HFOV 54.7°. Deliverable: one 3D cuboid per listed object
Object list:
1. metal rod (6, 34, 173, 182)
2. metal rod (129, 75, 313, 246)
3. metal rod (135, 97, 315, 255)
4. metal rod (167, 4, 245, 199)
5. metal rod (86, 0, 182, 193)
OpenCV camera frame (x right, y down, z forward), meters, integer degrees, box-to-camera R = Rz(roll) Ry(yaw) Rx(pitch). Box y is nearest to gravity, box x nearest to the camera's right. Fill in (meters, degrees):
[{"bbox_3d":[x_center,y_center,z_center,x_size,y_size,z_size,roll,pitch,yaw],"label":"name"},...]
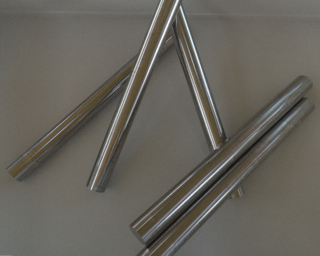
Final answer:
[{"bbox_3d":[-0.079,-0.043,0.424,0.025,0.025,0.301,42,75,13],"label":"metal rod"},{"bbox_3d":[0.088,0.021,0.360,0.302,0.025,0.025,-37,74,-25],"label":"metal rod"},{"bbox_3d":[0.091,0.050,0.357,0.302,0.025,0.025,-37,74,-26],"label":"metal rod"},{"bbox_3d":[0.046,-0.059,0.382,0.025,0.025,0.299,-18,90,-7],"label":"metal rod"},{"bbox_3d":[-0.023,-0.063,0.368,0.025,0.025,0.298,23,96,8],"label":"metal rod"}]
